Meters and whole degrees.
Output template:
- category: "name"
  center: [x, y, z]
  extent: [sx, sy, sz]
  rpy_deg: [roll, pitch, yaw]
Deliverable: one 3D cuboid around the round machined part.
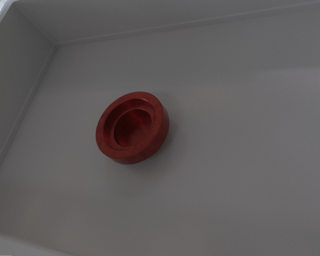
- category: "round machined part"
  center: [-0.032, 0.004, 0.411]
  extent: [0.098, 0.042, 0.098]
  rpy_deg: [-13, 56, 21]
